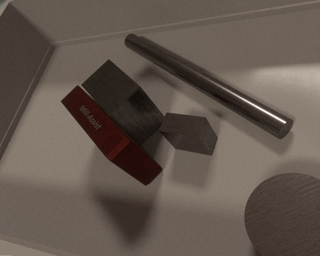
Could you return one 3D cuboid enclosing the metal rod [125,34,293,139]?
[{"bbox_3d":[0.043,-0.072,0.426,0.025,0.025,0.300,-47,52,-5],"label":"metal rod"}]

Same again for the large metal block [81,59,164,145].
[{"bbox_3d":[-0.047,-0.033,0.414,0.050,0.080,0.080,-44,51,-3],"label":"large metal block"}]

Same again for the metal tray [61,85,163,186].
[{"bbox_3d":[-0.061,0.008,0.389,0.030,0.090,0.130,-46,51,-3],"label":"metal tray"}]

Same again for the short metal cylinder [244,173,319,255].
[{"bbox_3d":[0.120,0.086,0.273,0.080,0.050,0.080,-13,56,20],"label":"short metal cylinder"}]

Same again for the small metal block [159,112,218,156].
[{"bbox_3d":[0.035,0.007,0.366,0.050,0.050,0.025,9,66,31],"label":"small metal block"}]
